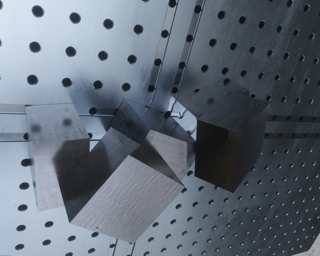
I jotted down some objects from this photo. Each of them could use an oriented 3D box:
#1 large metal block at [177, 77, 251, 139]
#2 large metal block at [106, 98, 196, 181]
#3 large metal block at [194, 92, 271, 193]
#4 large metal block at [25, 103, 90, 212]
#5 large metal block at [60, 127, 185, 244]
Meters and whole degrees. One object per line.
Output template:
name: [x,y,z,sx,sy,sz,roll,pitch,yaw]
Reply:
large metal block: [0.079,-0.013,0.432,0.080,0.050,0.080,-27,128,-12]
large metal block: [-0.009,0.014,0.380,0.080,0.080,0.050,20,108,-36]
large metal block: [0.084,0.014,0.363,0.080,0.050,0.079,-37,137,-42]
large metal block: [-0.111,0.028,0.332,0.050,0.080,0.079,-6,121,-26]
large metal block: [-0.037,0.059,0.307,0.080,0.050,0.080,-49,129,6]
